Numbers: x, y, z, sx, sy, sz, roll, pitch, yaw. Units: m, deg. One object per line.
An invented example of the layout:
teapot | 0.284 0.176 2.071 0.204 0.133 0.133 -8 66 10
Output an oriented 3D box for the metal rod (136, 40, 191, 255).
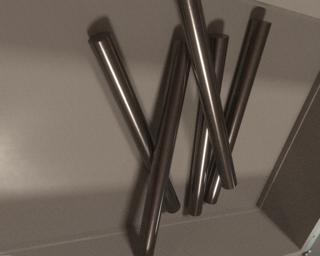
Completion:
metal rod | 0.004 0.040 0.404 0.025 0.025 0.298 1 108 -29

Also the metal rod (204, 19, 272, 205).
metal rod | 0.109 -0.007 0.466 0.025 0.025 0.298 -5 121 -26

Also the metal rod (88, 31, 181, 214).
metal rod | -0.021 0.017 0.409 0.025 0.025 0.299 -29 129 -10

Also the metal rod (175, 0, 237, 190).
metal rod | 0.068 -0.024 0.399 0.025 0.025 0.299 -29 128 -11

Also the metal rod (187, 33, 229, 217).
metal rod | 0.066 0.015 0.455 0.025 0.025 0.298 -11 124 -23
